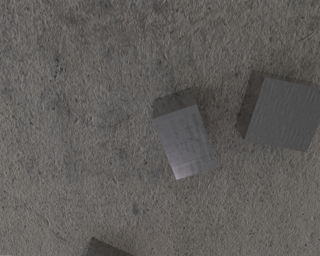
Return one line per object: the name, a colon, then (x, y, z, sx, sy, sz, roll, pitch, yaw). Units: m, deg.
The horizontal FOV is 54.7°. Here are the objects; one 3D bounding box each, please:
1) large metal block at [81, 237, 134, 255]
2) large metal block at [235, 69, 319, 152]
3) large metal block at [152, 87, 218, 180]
large metal block: (-0.092, 0.230, 0.480, 0.080, 0.050, 0.080, 28, 108, -10)
large metal block: (0.150, -0.022, 0.389, 0.081, 0.050, 0.079, 11, 110, -4)
large metal block: (0.029, 0.004, 0.382, 0.050, 0.080, 0.080, -19, 109, 7)
